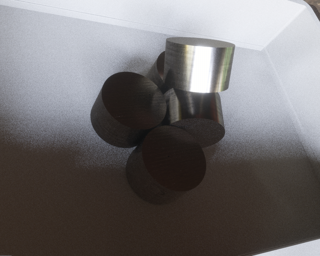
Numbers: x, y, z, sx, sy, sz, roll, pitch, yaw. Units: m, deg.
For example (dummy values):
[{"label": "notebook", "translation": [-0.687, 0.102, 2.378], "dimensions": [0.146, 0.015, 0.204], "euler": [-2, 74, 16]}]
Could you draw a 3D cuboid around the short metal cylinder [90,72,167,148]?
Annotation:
[{"label": "short metal cylinder", "translation": [-0.039, -0.022, 0.380], "dimensions": [0.081, 0.050, 0.080], "euler": [14, 56, -21]}]

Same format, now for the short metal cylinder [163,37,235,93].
[{"label": "short metal cylinder", "translation": [0.045, -0.078, 0.371], "dimensions": [0.081, 0.050, 0.080], "euler": [4, 23, -1]}]

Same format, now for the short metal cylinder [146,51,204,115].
[{"label": "short metal cylinder", "translation": [0.022, -0.064, 0.440], "dimensions": [0.081, 0.050, 0.080], "euler": [14, 56, -21]}]

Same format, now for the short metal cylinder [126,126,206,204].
[{"label": "short metal cylinder", "translation": [0.007, 0.044, 0.365], "dimensions": [0.081, 0.050, 0.080], "euler": [14, 56, -21]}]

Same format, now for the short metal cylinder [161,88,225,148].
[{"label": "short metal cylinder", "translation": [0.040, -0.012, 0.400], "dimensions": [0.081, 0.080, 0.050], "euler": [13, 57, -22]}]
